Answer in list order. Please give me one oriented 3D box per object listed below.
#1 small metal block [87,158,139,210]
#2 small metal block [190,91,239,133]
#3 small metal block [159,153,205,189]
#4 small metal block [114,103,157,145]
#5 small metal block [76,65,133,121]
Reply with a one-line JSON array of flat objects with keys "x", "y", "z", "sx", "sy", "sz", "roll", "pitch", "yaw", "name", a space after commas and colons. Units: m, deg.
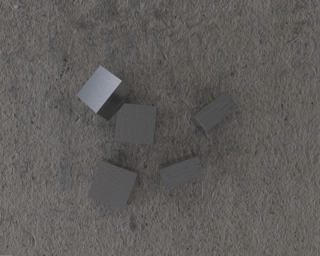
[{"x": -0.061, "y": 0.073, "z": 0.409, "sx": 0.050, "sy": 0.025, "sz": 0.050, "roll": 21, "pitch": 90, "yaw": 0, "name": "small metal block"}, {"x": 0.068, "y": -0.020, "z": 0.398, "sx": 0.050, "sy": 0.050, "sz": 0.025, "roll": -39, "pitch": 90, "yaw": 0, "name": "small metal block"}, {"x": 0.026, "y": 0.054, "z": 0.398, "sx": 0.050, "sy": 0.050, "sz": 0.025, "roll": -20, "pitch": 90, "yaw": 0, "name": "small metal block"}, {"x": -0.031, "y": -0.006, "z": 0.410, "sx": 0.050, "sy": 0.025, "sz": 0.050, "roll": 6, "pitch": 90, "yaw": 0, "name": "small metal block"}, {"x": -0.071, "y": -0.045, "z": 0.397, "sx": 0.050, "sy": 0.025, "sz": 0.050, "roll": 38, "pitch": 90, "yaw": 36, "name": "small metal block"}]
